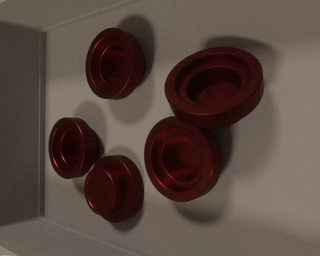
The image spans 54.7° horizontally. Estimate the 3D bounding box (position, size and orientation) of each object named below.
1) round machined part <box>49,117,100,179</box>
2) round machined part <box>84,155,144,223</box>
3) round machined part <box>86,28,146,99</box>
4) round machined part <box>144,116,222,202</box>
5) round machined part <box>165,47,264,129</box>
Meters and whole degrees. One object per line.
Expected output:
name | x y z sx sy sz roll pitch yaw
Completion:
round machined part | -0.136 0.032 0.505 0.098 0.042 0.097 0 90 39
round machined part | -0.074 0.090 0.454 0.098 0.042 0.097 0 90 39
round machined part | -0.059 -0.089 0.442 0.098 0.042 0.097 0 90 39
round machined part | 0.031 0.034 0.367 0.098 0.042 0.097 3 94 40
round machined part | 0.058 -0.038 0.325 0.098 0.042 0.098 -11 48 13
